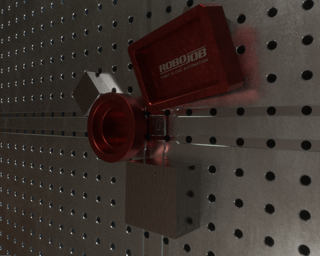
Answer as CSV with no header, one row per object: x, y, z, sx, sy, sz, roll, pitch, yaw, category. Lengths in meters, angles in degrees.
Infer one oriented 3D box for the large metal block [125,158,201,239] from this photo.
0.003,0.083,0.389,0.080,0.050,0.079,2,92,39,large metal block

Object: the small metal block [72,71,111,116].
-0.110,-0.055,0.497,0.050,0.025,0.050,-49,62,28,small metal block

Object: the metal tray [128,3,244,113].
0.023,-0.074,0.357,0.130,0.030,0.090,-12,97,48,metal tray

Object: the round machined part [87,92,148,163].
-0.057,-0.001,0.443,0.098,0.042,0.097,0,90,39,round machined part

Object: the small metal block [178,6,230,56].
0.048,-0.112,0.369,0.050,0.025,0.050,29,108,36,small metal block
